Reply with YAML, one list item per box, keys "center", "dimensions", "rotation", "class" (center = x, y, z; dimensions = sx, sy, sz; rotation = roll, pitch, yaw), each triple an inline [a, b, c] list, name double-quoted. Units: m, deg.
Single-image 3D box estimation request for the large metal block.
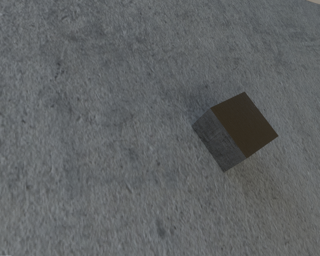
- center: [0.106, 0.004, 0.442]
  dimensions: [0.081, 0.050, 0.080]
  rotation: [-25, 75, -37]
  class: "large metal block"
